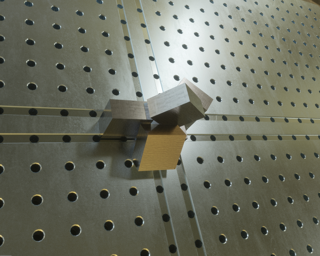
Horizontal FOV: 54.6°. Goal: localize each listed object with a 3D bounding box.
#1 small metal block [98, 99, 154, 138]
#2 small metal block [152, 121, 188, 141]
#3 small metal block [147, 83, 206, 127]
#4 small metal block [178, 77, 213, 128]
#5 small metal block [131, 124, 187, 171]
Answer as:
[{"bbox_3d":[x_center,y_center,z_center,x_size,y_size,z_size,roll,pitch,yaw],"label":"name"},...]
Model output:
[{"bbox_3d":[-0.042,-0.010,0.374,0.050,0.050,0.025,1,62,-27],"label":"small metal block"},{"bbox_3d":[0.004,-0.003,0.411,0.050,0.025,0.050,2,61,-28],"label":"small metal block"},{"bbox_3d":[0.020,-0.024,0.372,0.050,0.050,0.025,34,39,-56],"label":"small metal block"},{"bbox_3d":[0.037,-0.034,0.432,0.050,0.050,0.025,37,50,-4],"label":"small metal block"},{"bbox_3d":[-0.002,0.023,0.373,0.050,0.050,0.025,1,30,-27],"label":"small metal block"}]
